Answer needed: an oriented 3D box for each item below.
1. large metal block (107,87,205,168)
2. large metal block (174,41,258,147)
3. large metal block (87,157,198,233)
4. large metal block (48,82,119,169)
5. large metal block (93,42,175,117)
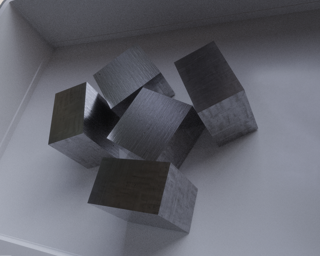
[{"bbox_3d":[-0.004,0.005,0.386,0.080,0.050,0.080,25,75,36],"label":"large metal block"},{"bbox_3d":[0.065,-0.037,0.356,0.050,0.080,0.080,-27,53,11],"label":"large metal block"},{"bbox_3d":[-0.015,0.072,0.332,0.080,0.080,0.050,1,62,28],"label":"large metal block"},{"bbox_3d":[-0.099,-0.001,0.420,0.050,0.080,0.080,-17,55,18],"label":"large metal block"},{"bbox_3d":[-0.038,-0.063,0.444,0.080,0.050,0.080,-36,51,4],"label":"large metal block"}]
